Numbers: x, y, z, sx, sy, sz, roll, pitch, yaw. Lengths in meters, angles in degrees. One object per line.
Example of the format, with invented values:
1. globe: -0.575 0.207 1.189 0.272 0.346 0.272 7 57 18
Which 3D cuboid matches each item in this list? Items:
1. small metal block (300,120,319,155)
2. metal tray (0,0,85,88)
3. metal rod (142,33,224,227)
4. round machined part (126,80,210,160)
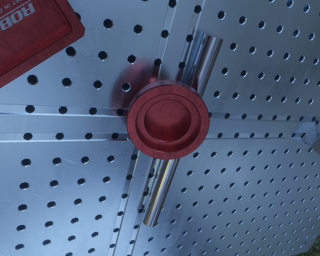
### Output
1. small metal block: 0.306 0.019 0.594 0.050 0.025 0.050 29 102 -38
2. metal tray: -0.146 -0.091 0.272 0.130 0.030 0.090 -35 129 -6
3. metal rod: 0.024 0.018 0.437 0.025 0.025 0.298 3 117 -30
4. round machined part: 0.009 -0.013 0.384 0.099 0.042 0.097 -1 115 -3
